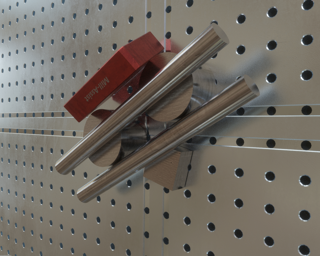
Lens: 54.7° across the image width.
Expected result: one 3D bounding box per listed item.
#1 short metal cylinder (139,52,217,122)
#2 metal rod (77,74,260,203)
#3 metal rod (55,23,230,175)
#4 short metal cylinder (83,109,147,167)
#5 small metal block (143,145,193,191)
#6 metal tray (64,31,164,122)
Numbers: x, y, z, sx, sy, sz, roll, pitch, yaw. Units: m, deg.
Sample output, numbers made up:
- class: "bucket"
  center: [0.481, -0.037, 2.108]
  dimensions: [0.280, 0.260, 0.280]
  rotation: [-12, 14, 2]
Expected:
- class: "short metal cylinder"
  center: [0.021, -0.047, 0.375]
  dimensions: [0.080, 0.050, 0.079]
  rotation: [0, 90, 39]
- class: "metal rod"
  center: [-0.012, 0.030, 0.384]
  dimensions: [0.299, 0.025, 0.025]
  rotation: [-35, 69, 34]
- class: "metal rod"
  center: [-0.043, -0.016, 0.376]
  dimensions: [0.299, 0.025, 0.025]
  rotation: [-36, 68, 33]
- class: "short metal cylinder"
  center: [-0.065, 0.014, 0.444]
  dimensions: [0.080, 0.050, 0.079]
  rotation: [0, 90, 39]
- class: "small metal block"
  center: [0.009, 0.046, 0.399]
  dimensions: [0.050, 0.025, 0.050]
  rotation: [19, 102, 38]
- class: "metal tray"
  center: [-0.061, -0.067, 0.413]
  dimensions: [0.130, 0.090, 0.030]
  rotation: [-35, 100, 34]
